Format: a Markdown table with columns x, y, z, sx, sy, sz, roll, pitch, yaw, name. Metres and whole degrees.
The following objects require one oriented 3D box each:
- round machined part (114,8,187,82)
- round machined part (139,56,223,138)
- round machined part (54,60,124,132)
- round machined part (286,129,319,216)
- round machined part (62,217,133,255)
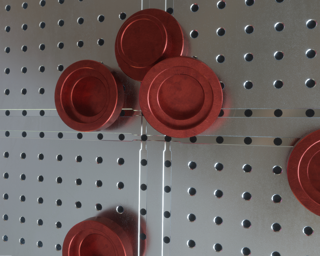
| x | y | z | sx | sy | sz | roll | pitch | yaw | name |
| --- | --- | --- | --- | --- | --- | --- | --- | --- | --- |
| -0.017 | -0.109 | 0.409 | 0.098 | 0.042 | 0.097 | 0 | 90 | 19 | round machined part |
| 0.026 | -0.040 | 0.383 | 0.099 | 0.042 | 0.097 | 2 | 106 | 6 | round machined part |
| -0.094 | -0.043 | 0.436 | 0.098 | 0.042 | 0.097 | 0 | 90 | 19 | round machined part |
| 0.190 | 0.047 | 0.337 | 0.098 | 0.042 | 0.097 | 0 | 90 | 19 | round machined part |
| -0.082 | 0.172 | 0.431 | 0.098 | 0.042 | 0.097 | 0 | 90 | 19 | round machined part |
